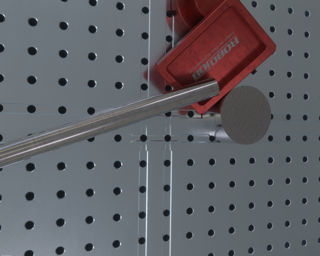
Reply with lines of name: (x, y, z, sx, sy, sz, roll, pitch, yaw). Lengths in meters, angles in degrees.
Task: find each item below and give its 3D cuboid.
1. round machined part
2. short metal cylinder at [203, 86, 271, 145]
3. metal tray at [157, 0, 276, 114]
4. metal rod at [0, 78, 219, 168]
round machined part: (0.069, -0.173, 0.429, 0.099, 0.042, 0.097, 0, 90, -20)
short metal cylinder: (0.108, -0.017, 0.439, 0.081, 0.050, 0.079, 0, 90, -20)
metal tray: (0.071, -0.093, 0.406, 0.130, 0.030, 0.090, -42, 105, 13)
metal rod: (-0.069, -0.006, 0.368, 0.302, 0.025, 0.025, -19, 97, -12)
